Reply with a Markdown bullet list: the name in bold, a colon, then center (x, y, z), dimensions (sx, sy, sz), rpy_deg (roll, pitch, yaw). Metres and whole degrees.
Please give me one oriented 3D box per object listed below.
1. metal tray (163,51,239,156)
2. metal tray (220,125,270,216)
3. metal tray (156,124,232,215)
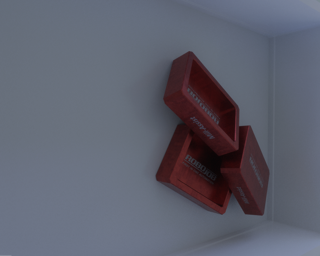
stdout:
- **metal tray**: center (0.064, -0.033, 0.434), dimensions (0.130, 0.030, 0.090), rpy_deg (42, 42, -29)
- **metal tray**: center (0.141, 0.070, 0.497), dimensions (0.130, 0.030, 0.090), rpy_deg (56, 43, -37)
- **metal tray**: center (0.062, 0.062, 0.457), dimensions (0.130, 0.030, 0.090), rpy_deg (37, 67, -34)
